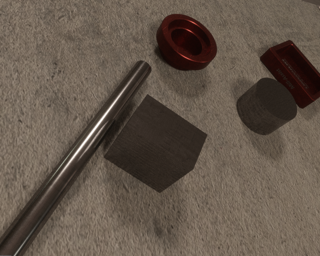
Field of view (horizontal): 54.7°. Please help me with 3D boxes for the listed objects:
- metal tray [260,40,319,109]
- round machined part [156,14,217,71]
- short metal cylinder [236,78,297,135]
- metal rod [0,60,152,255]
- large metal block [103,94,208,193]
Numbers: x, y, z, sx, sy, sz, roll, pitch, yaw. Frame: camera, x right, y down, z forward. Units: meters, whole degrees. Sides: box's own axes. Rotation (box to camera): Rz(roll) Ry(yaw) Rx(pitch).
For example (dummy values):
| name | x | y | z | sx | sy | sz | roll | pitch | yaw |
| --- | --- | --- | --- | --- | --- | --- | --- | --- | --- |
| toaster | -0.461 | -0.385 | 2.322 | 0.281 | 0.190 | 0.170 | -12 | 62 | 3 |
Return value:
| name | x | y | z | sx | sy | sz | roll | pitch | yaw |
| --- | --- | --- | --- | --- | --- | --- | --- | --- | --- |
| metal tray | 0.270 | -0.110 | 0.616 | 0.091 | 0.030 | 0.130 | -27 | 77 | -37 |
| round machined part | 0.038 | -0.131 | 0.495 | 0.099 | 0.042 | 0.098 | 14 | 56 | -21 |
| short metal cylinder | 0.174 | -0.035 | 0.505 | 0.081 | 0.050 | 0.080 | 14 | 56 | -21 |
| metal rod | -0.081 | 0.016 | 0.351 | 0.025 | 0.025 | 0.301 | 34 | 51 | -6 |
| large metal block | -0.007 | 0.021 | 0.353 | 0.080 | 0.080 | 0.050 | 34 | 51 | -7 |
